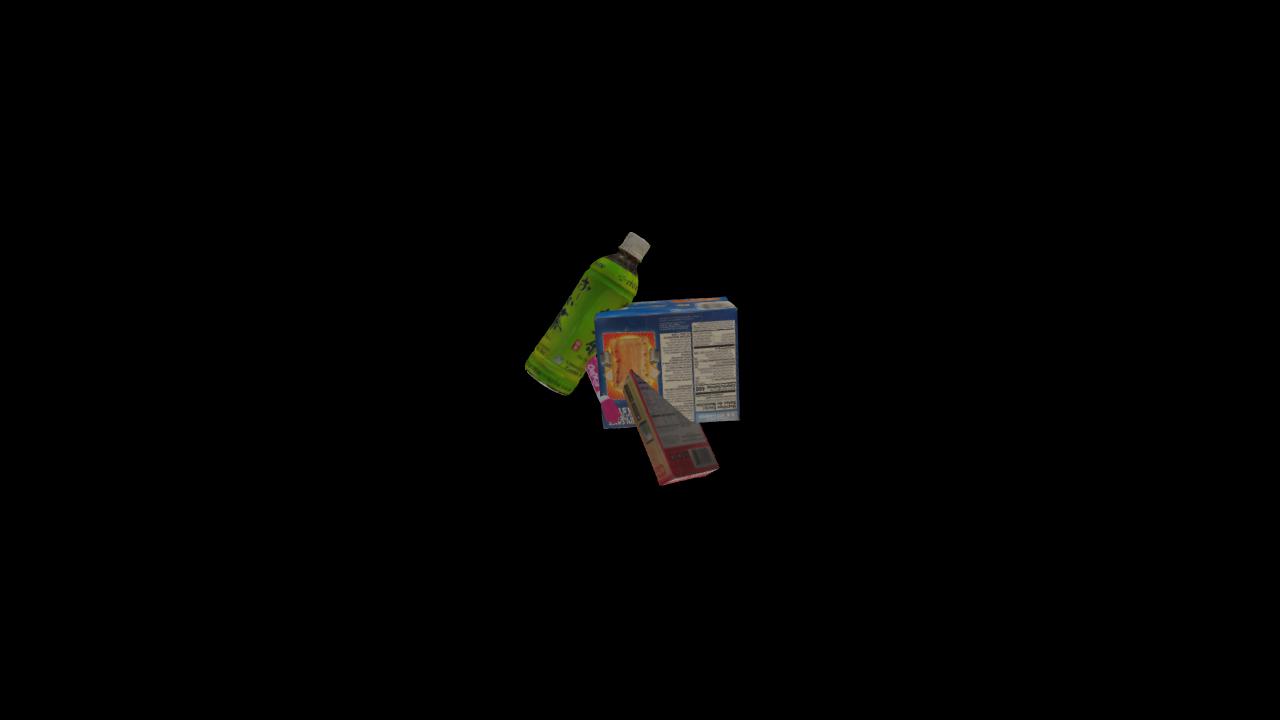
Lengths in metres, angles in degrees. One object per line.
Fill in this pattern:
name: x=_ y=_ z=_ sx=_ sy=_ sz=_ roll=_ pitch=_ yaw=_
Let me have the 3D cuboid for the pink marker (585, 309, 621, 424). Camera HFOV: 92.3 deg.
pink marker: x=-0.052 y=0.023 z=0.744 sx=0.020 sy=0.121 sz=0.020 roll=-21 pitch=-23 yaw=-9

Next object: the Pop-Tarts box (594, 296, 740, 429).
Pop-Tarts box: x=0.032 y=0.001 z=0.756 sx=0.167 sy=0.141 sz=0.083 roll=-4 pitch=16 yaw=1

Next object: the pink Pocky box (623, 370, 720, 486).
pink Pocky box: x=0.031 y=0.069 z=0.733 sx=0.084 sy=0.155 sz=0.029 roll=-1 pitch=-29 yaw=-46

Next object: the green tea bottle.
green tea bottle: x=-0.058 y=-0.060 z=0.752 sx=0.073 sy=0.212 sz=0.073 roll=32 pitch=2 yaw=-1
